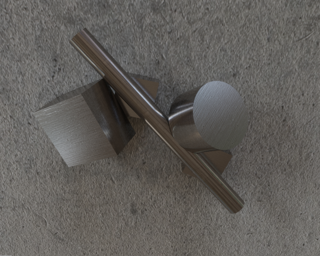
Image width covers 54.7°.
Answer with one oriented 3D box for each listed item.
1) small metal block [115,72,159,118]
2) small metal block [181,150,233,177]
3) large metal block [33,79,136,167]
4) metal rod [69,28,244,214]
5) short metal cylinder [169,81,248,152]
[{"bbox_3d":[-0.031,-0.042,0.396,0.050,0.025,0.050,11,110,-5],"label":"small metal block"},{"bbox_3d":[0.064,0.044,0.429,0.050,0.025,0.050,23,108,-9],"label":"small metal block"},{"bbox_3d":[-0.090,-0.005,0.377,0.080,0.050,0.080,-15,112,30],"label":"large metal block"},{"bbox_3d":[0.007,0.002,0.385,0.025,0.025,0.300,-39,106,13],"label":"metal rod"},{"bbox_3d":[0.058,-0.011,0.373,0.081,0.050,0.080,5,80,-29],"label":"short metal cylinder"}]
